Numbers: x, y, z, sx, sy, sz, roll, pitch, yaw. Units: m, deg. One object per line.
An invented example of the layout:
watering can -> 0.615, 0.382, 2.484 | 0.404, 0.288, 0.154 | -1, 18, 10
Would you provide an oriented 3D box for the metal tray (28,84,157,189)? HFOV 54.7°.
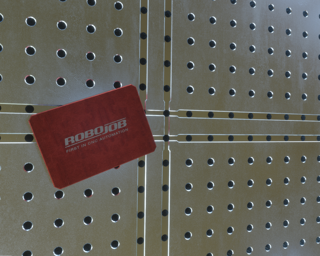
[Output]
metal tray -> -0.080, 0.008, 0.381 | 0.131, 0.030, 0.090 | -21, 97, -19
